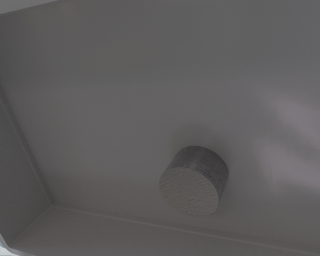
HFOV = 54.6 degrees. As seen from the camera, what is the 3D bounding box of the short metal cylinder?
[{"bbox_3d":[0.046,0.071,0.412,0.080,0.050,0.080,13,124,21],"label":"short metal cylinder"}]
